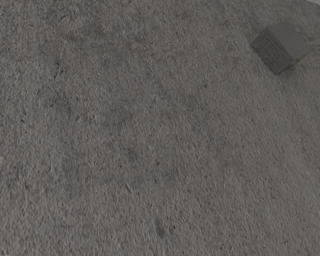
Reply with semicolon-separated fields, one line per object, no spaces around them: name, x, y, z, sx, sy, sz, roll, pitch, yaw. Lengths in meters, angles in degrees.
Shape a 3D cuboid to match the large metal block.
large metal block;0.240;-0.160;0.614;0.081;0.050;0.080;-26;76;-37
